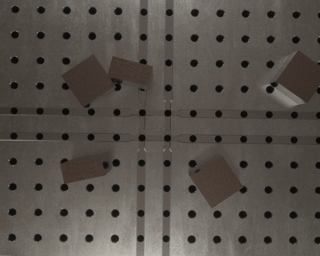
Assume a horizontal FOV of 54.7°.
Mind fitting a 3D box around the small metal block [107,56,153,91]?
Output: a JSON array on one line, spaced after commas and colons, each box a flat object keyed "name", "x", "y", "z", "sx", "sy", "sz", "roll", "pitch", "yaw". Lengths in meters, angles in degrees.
[{"name": "small metal block", "x": -0.037, "y": -0.069, "z": 0.400, "sx": 0.050, "sy": 0.050, "sz": 0.025, "roll": 14, "pitch": 90, "yaw": -1}]

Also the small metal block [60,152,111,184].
[{"name": "small metal block", "x": -0.094, "y": 0.050, "z": 0.400, "sx": 0.050, "sy": 0.050, "sz": 0.025, "roll": -12, "pitch": 90, "yaw": 0}]

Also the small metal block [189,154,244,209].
[{"name": "small metal block", "x": 0.074, "y": 0.070, "z": 0.414, "sx": 0.050, "sy": 0.025, "sz": 0.050, "roll": -34, "pitch": 90, "yaw": 0}]

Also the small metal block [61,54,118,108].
[{"name": "small metal block", "x": -0.093, "y": -0.061, "z": 0.412, "sx": 0.050, "sy": 0.025, "sz": 0.050, "roll": -35, "pitch": 90, "yaw": 0}]

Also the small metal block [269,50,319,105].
[{"name": "small metal block", "x": 0.186, "y": -0.067, "z": 0.416, "sx": 0.050, "sy": 0.025, "sz": 0.050, "roll": 35, "pitch": 90, "yaw": -1}]
